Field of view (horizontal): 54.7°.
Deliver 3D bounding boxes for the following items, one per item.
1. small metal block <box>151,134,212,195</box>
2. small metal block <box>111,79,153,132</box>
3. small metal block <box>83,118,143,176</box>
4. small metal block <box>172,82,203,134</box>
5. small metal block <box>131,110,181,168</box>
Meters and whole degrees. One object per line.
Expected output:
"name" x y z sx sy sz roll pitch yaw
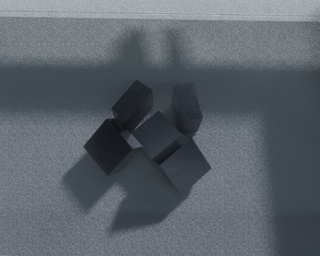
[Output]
"small metal block" 0.027 0.044 0.378 0.050 0.025 0.050 -39 112 -14
"small metal block" -0.034 -0.027 0.403 0.025 0.050 0.050 35 74 12
"small metal block" -0.059 0.023 0.386 0.050 0.025 0.050 47 109 14
"small metal block" 0.034 -0.024 0.403 0.025 0.050 0.050 -10 70 -5
"small metal block" -0.004 0.014 0.402 0.050 0.025 0.050 -40 75 -14
